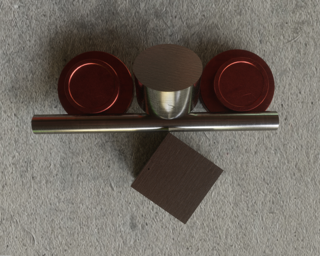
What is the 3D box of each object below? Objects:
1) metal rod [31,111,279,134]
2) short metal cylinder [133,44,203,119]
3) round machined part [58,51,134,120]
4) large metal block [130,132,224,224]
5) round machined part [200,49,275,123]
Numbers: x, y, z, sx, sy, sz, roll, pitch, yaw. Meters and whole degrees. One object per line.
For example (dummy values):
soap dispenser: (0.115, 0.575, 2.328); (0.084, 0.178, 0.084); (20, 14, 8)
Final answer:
metal rod: (-0.005, -0.007, 0.390); (0.302, 0.025, 0.025); (-1, 90, 0)
short metal cylinder: (0.010, -0.057, 0.380); (0.080, 0.050, 0.080); (0, 55, 0)
round machined part: (-0.084, -0.052, 0.401); (0.099, 0.042, 0.097); (0, 90, 0)
large metal block: (0.021, 0.060, 0.397); (0.080, 0.050, 0.080); (35, 90, 0)
round machined part: (0.101, -0.054, 0.404); (0.099, 0.042, 0.097); (0, 90, 0)
